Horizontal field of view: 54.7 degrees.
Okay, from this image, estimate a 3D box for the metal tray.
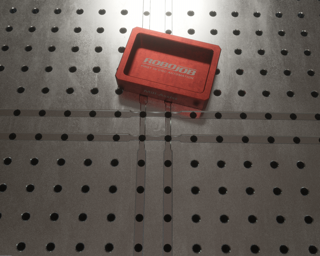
[{"bbox_3d":[0.013,-0.086,0.440,0.131,0.030,0.090,15,70,5],"label":"metal tray"}]
